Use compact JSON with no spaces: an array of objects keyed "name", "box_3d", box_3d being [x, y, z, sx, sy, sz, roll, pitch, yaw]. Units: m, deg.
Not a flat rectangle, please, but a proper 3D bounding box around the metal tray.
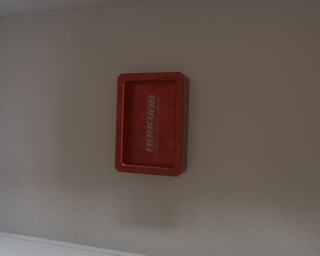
[{"name":"metal tray","box_3d":[-0.010,-0.006,0.407,0.090,0.030,0.129,2,90,19]}]
